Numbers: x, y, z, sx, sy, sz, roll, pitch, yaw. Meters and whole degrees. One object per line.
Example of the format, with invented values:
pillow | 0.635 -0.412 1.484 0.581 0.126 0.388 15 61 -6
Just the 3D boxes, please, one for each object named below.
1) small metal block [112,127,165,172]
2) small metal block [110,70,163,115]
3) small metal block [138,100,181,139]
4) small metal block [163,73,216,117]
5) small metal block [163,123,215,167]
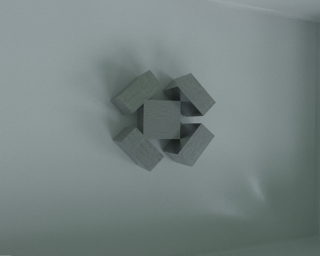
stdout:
small metal block | -0.028 0.025 0.385 0.025 0.050 0.050 -46 104 -13
small metal block | -0.030 -0.043 0.384 0.050 0.050 0.025 -43 103 -14
small metal block | -0.001 -0.011 0.408 0.050 0.025 0.050 1 90 -20
small metal block | 0.037 -0.042 0.408 0.025 0.050 0.050 -47 106 -15
small metal block | 0.037 0.021 0.408 0.025 0.050 0.050 42 76 -16
